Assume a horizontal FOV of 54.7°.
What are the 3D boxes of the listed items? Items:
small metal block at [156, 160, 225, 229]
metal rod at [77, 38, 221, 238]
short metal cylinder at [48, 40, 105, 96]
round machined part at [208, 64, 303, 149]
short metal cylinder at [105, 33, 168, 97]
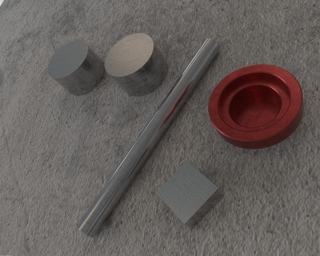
[{"bbox_3d":[0.033,0.073,0.342,0.050,0.025,0.050,-46,51,-4],"label":"small metal block"},{"bbox_3d":[-0.008,0.004,0.405,0.025,0.025,0.300,25,75,36],"label":"metal rod"},{"bbox_3d":[-0.140,-0.101,0.524,0.080,0.050,0.080,-13,56,21],"label":"short metal cylinder"},{"bbox_3d":[0.108,-0.020,0.349,0.098,0.042,0.098,-13,56,21],"label":"round machined part"},{"bbox_3d":[-0.035,-0.094,0.464,0.080,0.050,0.080,-13,56,21],"label":"short metal cylinder"}]
